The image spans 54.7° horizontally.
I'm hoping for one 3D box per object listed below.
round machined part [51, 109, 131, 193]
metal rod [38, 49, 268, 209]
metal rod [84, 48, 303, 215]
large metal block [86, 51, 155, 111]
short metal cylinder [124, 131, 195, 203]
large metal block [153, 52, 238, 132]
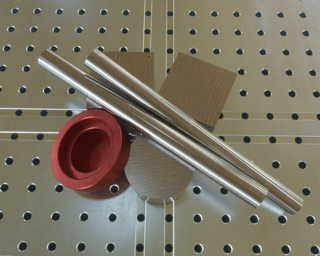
[{"bbox_3d":[-0.079,0.030,0.375,0.098,0.042,0.098,-10,65,21],"label":"round machined part"},{"bbox_3d":[-0.016,-0.005,0.355,0.301,0.025,0.025,33,73,10],"label":"metal rod"},{"bbox_3d":[0.042,0.006,0.366,0.301,0.025,0.025,36,73,-3],"label":"metal rod"},{"bbox_3d":[-0.048,-0.053,0.410,0.081,0.050,0.080,1,70,0],"label":"large metal block"},{"bbox_3d":[0.000,0.049,0.376,0.081,0.050,0.080,0,70,0],"label":"short metal cylinder"},{"bbox_3d":[0.045,-0.042,0.409,0.080,0.050,0.080,23,72,8],"label":"large metal block"}]
